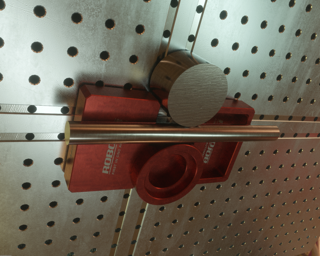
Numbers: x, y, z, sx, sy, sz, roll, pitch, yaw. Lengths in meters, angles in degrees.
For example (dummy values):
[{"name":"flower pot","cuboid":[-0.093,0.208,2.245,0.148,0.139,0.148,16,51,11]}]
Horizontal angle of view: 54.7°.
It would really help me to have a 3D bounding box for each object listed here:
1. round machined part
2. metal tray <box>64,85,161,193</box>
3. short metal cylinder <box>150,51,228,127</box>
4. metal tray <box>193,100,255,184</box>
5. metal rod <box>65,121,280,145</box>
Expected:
[{"name":"round machined part","cuboid":[0.007,0.053,0.420,0.099,0.042,0.097,-14,124,-21]},{"name":"metal tray","cuboid":[-0.060,0.016,0.379,0.091,0.030,0.129,3,117,-30]},{"name":"short metal cylinder","cuboid":[0.035,-0.048,0.379,0.081,0.050,0.079,-14,124,-21]},{"name":"metal tray","cuboid":[0.077,0.022,0.459,0.091,0.030,0.129,1,118,-29]},{"name":"metal rod","cuboid":[0.037,0.006,0.391,0.303,0.025,0.025,0,118,-29]}]
